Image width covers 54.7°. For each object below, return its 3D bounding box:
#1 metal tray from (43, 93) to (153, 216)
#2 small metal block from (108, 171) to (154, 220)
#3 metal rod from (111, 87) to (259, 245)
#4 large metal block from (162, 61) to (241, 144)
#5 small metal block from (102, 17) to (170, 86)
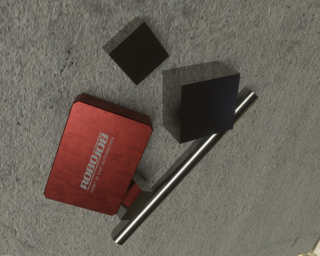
[{"bbox_3d":[-0.073,0.034,0.365,0.091,0.030,0.129,19,110,-12],"label":"metal tray"},{"bbox_3d":[-0.044,0.088,0.420,0.050,0.050,0.025,-54,143,10],"label":"small metal block"},{"bbox_3d":[0.034,0.060,0.464,0.300,0.025,0.025,-48,129,5],"label":"metal rod"},{"bbox_3d":[0.050,-0.035,0.398,0.081,0.050,0.079,-14,125,-21],"label":"large metal block"},{"bbox_3d":[-0.026,-0.084,0.342,0.050,0.025,0.050,-43,130,1],"label":"small metal block"}]
